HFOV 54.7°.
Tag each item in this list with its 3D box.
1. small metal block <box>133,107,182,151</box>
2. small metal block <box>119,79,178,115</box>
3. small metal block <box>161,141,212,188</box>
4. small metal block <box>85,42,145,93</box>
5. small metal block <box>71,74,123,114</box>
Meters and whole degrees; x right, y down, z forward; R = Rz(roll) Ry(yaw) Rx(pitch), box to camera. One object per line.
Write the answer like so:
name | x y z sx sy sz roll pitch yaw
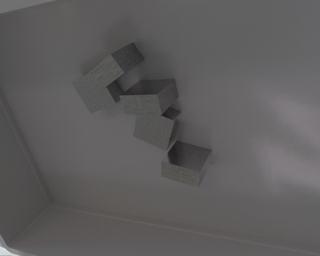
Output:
small metal block | -0.004 -0.005 0.408 0.050 0.025 0.050 24 127 13
small metal block | -0.012 -0.038 0.375 0.050 0.050 0.025 2 119 27
small metal block | 0.035 0.045 0.402 0.050 0.050 0.025 14 124 20
small metal block | -0.054 -0.074 0.375 0.050 0.050 0.025 -28 103 37
small metal block | -0.083 -0.053 0.420 0.050 0.025 0.050 -18 109 35
